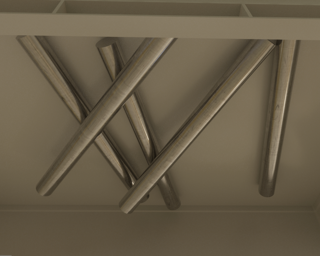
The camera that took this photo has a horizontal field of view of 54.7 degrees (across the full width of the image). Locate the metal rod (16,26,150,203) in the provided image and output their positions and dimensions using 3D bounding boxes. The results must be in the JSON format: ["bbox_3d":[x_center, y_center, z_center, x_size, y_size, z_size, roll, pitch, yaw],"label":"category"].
[{"bbox_3d":[-0.084,0.006,0.412,0.025,0.025,0.299,-17,129,13],"label":"metal rod"}]

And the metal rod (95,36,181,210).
[{"bbox_3d":[-0.017,0.017,0.423,0.025,0.025,0.299,-12,130,10],"label":"metal rod"}]

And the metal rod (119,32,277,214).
[{"bbox_3d":[0.032,0.011,0.395,0.025,0.025,0.298,27,118,-21],"label":"metal rod"}]

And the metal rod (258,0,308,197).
[{"bbox_3d":[0.151,-0.011,0.401,0.025,0.025,0.298,-6,130,4],"label":"metal rod"}]

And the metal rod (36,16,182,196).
[{"bbox_3d":[-0.078,-0.005,0.369,0.025,0.025,0.299,29,124,-23],"label":"metal rod"}]
